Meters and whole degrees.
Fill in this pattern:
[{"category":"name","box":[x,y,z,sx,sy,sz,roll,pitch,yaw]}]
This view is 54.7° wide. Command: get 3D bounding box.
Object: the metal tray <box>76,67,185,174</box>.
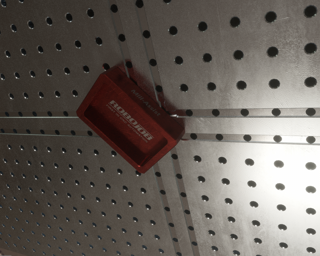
[{"category":"metal tray","box":[-0.043,-0.008,0.423,0.130,0.030,0.090,43,129,-2]}]
